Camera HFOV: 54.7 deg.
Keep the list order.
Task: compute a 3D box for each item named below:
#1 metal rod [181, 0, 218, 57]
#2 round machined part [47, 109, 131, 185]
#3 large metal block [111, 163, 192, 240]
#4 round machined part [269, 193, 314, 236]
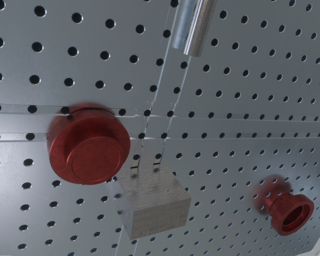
[{"bbox_3d":[0.072,-0.221,0.313,0.025,0.025,0.298,1,118,-29],"label":"metal rod"},{"bbox_3d":[-0.082,0.030,0.374,0.099,0.042,0.097,-14,124,-21],"label":"round machined part"},{"bbox_3d":[-0.015,0.097,0.428,0.081,0.080,0.050,-6,121,-25],"label":"large metal block"},{"bbox_3d":[0.275,0.179,0.661,0.099,0.042,0.097,-14,124,-21],"label":"round machined part"}]
